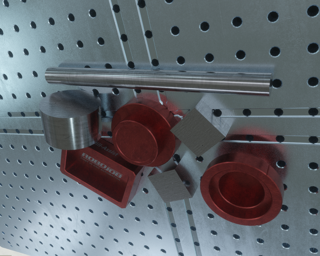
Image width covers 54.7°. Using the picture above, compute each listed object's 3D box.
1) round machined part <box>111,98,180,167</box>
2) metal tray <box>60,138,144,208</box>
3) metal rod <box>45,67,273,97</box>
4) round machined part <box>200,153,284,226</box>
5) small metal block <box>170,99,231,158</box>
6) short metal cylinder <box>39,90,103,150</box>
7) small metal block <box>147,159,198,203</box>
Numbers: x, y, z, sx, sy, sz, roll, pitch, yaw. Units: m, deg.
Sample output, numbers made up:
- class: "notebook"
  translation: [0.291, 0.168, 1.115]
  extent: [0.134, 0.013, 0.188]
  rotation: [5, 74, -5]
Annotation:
- class: "round machined part"
  translation: [-0.025, 0.012, 0.420]
  extent: [0.098, 0.042, 0.097]
  rotation: [12, 121, 22]
- class: "metal tray"
  translation: [-0.096, 0.063, 0.497]
  extent: [0.130, 0.030, 0.089]
  rotation: [27, 128, 11]
- class: "metal rod"
  translation: [-0.021, -0.060, 0.384]
  extent: [0.301, 0.025, 0.025]
  rotation: [6, 121, 24]
- class: "round machined part"
  translation: [0.104, 0.072, 0.390]
  extent: [0.098, 0.042, 0.097]
  rotation: [13, 124, 21]
- class: "small metal block"
  translation: [0.050, 0.001, 0.386]
  extent: [0.050, 0.025, 0.050]
  rotation: [44, 129, -2]
- class: "short metal cylinder"
  translation: [-0.122, -0.013, 0.432]
  extent: [0.080, 0.080, 0.050]
  rotation: [16, 125, 19]
- class: "small metal block"
  translation: [0.019, 0.078, 0.450]
  extent: [0.050, 0.025, 0.050]
  rotation: [-21, 108, 36]
